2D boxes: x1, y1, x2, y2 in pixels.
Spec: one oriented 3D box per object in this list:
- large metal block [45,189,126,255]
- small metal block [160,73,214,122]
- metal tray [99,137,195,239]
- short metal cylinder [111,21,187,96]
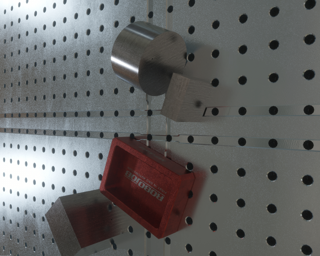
[{"bbox_3d":[-0.112,0.144,0.466,0.050,0.081,0.080,-48,62,29],"label":"large metal block"},{"bbox_3d":[0.033,-0.035,0.366,0.025,0.050,0.050,29,108,36],"label":"small metal block"},{"bbox_3d":[-0.023,0.076,0.425,0.130,0.030,0.089,27,107,36],"label":"metal tray"},{"bbox_3d":[-0.013,-0.086,0.384,0.050,0.081,0.079,32,110,35],"label":"short metal cylinder"}]
